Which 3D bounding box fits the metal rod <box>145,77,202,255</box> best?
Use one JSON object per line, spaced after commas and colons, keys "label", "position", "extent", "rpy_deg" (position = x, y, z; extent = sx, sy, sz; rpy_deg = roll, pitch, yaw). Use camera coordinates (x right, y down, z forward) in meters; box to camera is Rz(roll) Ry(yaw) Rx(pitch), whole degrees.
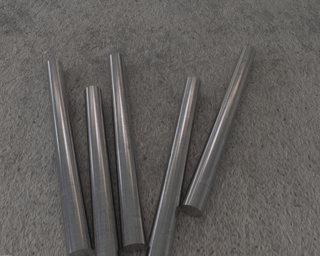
{"label": "metal rod", "position": [0.019, 0.046, 0.364], "extent": [0.025, 0.025, 0.300], "rpy_deg": [9, 50, 7]}

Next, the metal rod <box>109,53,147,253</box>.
{"label": "metal rod", "position": [-0.047, 0.004, 0.398], "extent": [0.025, 0.025, 0.300], "rpy_deg": [-7, 50, -6]}

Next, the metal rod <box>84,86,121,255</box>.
{"label": "metal rod", "position": [-0.067, 0.061, 0.351], "extent": [0.025, 0.025, 0.300], "rpy_deg": [-9, 51, -7]}

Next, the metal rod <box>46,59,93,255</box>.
{"label": "metal rod", "position": [-0.121, 0.012, 0.391], "extent": [0.025, 0.025, 0.300], "rpy_deg": [-13, 51, -11]}

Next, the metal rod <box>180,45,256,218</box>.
{"label": "metal rod", "position": [0.089, -0.018, 0.418], "extent": [0.025, 0.025, 0.301], "rpy_deg": [17, 52, 14]}
